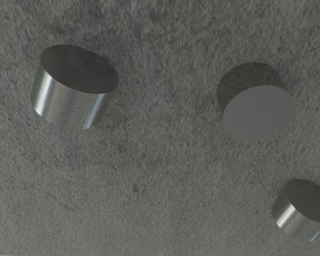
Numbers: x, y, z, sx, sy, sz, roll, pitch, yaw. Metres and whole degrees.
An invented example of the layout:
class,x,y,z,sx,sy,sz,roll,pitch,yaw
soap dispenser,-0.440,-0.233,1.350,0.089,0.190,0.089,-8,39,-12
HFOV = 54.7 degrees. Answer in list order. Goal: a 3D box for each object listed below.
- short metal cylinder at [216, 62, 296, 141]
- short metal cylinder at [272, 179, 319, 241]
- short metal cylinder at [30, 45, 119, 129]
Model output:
class,x,y,z,sx,sy,sz,roll,pitch,yaw
short metal cylinder,0.111,-0.030,0.367,0.081,0.050,0.079,0,130,0
short metal cylinder,0.224,0.127,0.483,0.081,0.080,0.050,9,130,-8
short metal cylinder,-0.091,-0.045,0.332,0.080,0.080,0.050,20,127,-17
